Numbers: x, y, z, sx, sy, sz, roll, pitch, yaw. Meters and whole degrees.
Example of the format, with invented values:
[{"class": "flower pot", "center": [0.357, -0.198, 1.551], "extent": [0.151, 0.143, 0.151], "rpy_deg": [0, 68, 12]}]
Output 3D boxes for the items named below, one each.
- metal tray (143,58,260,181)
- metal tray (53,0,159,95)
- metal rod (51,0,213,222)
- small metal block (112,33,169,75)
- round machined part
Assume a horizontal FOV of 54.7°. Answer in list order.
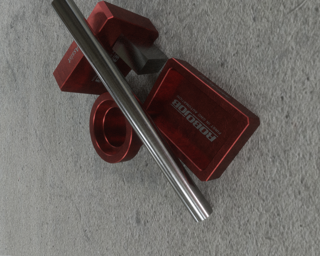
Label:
[{"class": "metal tray", "center": [0.040, -0.012, 0.369], "extent": [0.130, 0.030, 0.089], "rpy_deg": [45, 117, 30]}, {"class": "metal tray", "center": [-0.074, -0.100, 0.422], "extent": [0.129, 0.091, 0.030], "rpy_deg": [-45, 64, 30]}, {"class": "metal rod", "center": [-0.031, -0.021, 0.361], "extent": [0.025, 0.025, 0.299], "rpy_deg": [-32, 92, 35]}, {"class": "small metal block", "center": [-0.024, -0.096, 0.402], "extent": [0.050, 0.050, 0.025], "rpy_deg": [47, 121, 13]}, {"class": "round machined part", "center": [-0.054, -0.002, 0.433], "extent": [0.098, 0.042, 0.097], "rpy_deg": [5, 96, 45]}]
